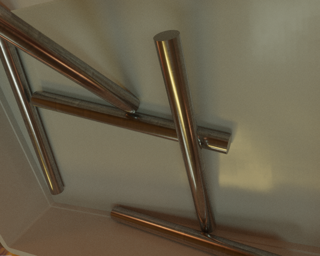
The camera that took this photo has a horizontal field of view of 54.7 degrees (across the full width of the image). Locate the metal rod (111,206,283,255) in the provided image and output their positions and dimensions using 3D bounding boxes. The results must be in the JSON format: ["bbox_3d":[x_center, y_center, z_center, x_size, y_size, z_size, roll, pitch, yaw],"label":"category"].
[{"bbox_3d":[0.045,0.161,0.457,0.300,0.025,0.025,6,121,35],"label":"metal rod"}]

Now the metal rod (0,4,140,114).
[{"bbox_3d":[-0.121,-0.081,0.300,0.025,0.025,0.301,-10,154,33],"label":"metal rod"}]

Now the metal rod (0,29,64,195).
[{"bbox_3d":[-0.211,-0.012,0.512,0.025,0.025,0.298,7,122,25],"label":"metal rod"}]

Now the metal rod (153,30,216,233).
[{"bbox_3d":[0.039,0.030,0.374,0.025,0.025,0.298,5,131,26],"label":"metal rod"}]

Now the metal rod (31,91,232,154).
[{"bbox_3d":[-0.053,-0.013,0.428,0.301,0.025,0.025,13,124,20],"label":"metal rod"}]
